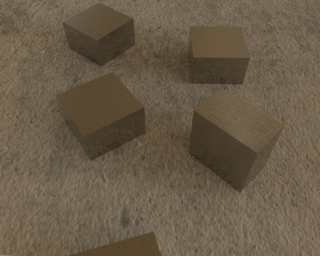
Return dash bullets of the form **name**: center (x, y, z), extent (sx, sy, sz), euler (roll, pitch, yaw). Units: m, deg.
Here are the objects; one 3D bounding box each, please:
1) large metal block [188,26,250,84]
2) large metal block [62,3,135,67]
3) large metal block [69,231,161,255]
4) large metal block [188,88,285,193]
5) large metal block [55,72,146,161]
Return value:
- **large metal block**: center (0.088, -0.115, 0.484), extent (0.081, 0.050, 0.080), euler (1, 50, 0)
- **large metal block**: center (-0.100, -0.158, 0.519), extent (0.080, 0.050, 0.080), euler (32, 57, 23)
- **large metal block**: center (-0.033, 0.146, 0.264), extent (0.081, 0.050, 0.080), euler (-12, 51, -11)
- **large metal block**: center (0.082, 0.015, 0.356), extent (0.080, 0.080, 0.050), euler (37, 59, 26)
- **large metal block**: center (-0.075, -0.017, 0.401), extent (0.081, 0.050, 0.080), euler (-28, 56, -22)
